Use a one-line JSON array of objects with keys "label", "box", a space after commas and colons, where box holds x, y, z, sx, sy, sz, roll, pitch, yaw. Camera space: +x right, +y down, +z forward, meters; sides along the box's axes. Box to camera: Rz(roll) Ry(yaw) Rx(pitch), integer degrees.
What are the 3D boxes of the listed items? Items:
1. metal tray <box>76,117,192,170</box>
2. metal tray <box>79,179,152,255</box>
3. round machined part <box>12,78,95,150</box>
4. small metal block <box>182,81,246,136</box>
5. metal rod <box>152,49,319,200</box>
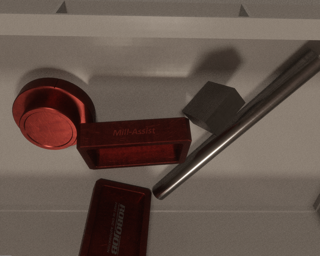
[{"label": "metal tray", "box": [-0.031, 0.022, 0.393, 0.131, 0.030, 0.090, -4, 156, -4]}, {"label": "metal tray", "box": [-0.065, 0.148, 0.463, 0.091, 0.130, 0.030, 15, 140, -13]}, {"label": "round machined part", "box": [-0.134, -0.011, 0.387, 0.099, 0.042, 0.097, 0, 130, 0]}, {"label": "small metal block", "box": [0.061, -0.024, 0.360, 0.050, 0.050, 0.025, -48, 121, -5]}, {"label": "metal rod", "box": [0.087, 0.013, 0.421, 0.025, 0.025, 0.299, 29, 124, -23]}]
